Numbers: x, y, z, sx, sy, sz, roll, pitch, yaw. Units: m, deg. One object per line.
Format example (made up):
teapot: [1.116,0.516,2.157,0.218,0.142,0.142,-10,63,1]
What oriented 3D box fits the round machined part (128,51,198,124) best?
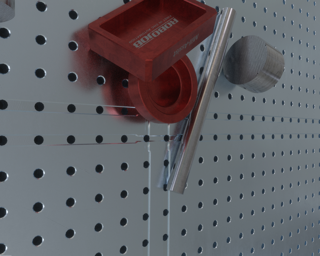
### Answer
round machined part: [-0.001,-0.054,0.397,0.099,0.042,0.097,0,90,-40]

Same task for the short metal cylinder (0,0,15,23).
short metal cylinder: [-0.157,-0.119,0.241,0.081,0.080,0.050,-1,91,-40]

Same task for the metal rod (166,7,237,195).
metal rod: [0.066,-0.049,0.463,0.025,0.025,0.299,30,72,-36]

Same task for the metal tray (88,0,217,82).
metal tray: [-0.006,-0.116,0.362,0.131,0.090,0.030,-43,156,-31]

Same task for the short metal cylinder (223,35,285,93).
short metal cylinder: [0.150,-0.101,0.498,0.050,0.080,0.080,15,81,-39]
